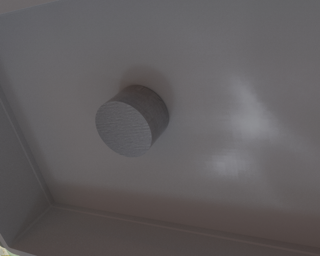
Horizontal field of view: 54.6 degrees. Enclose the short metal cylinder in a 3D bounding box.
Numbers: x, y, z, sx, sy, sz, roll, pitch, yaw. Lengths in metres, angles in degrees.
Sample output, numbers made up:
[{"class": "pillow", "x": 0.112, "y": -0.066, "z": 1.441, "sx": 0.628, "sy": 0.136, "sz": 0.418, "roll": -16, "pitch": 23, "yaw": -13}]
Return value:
[{"class": "short metal cylinder", "x": -0.036, "y": -0.009, "z": 0.404, "sx": 0.080, "sy": 0.050, "sz": 0.080, "roll": 13, "pitch": 124, "yaw": 21}]
